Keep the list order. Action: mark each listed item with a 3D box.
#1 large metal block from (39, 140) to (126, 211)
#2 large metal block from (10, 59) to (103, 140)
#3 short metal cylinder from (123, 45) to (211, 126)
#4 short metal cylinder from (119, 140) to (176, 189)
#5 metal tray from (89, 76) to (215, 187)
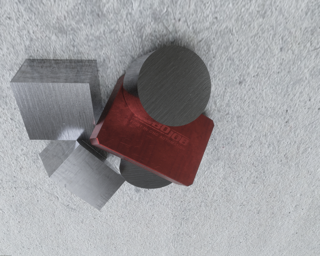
[{"bbox_3d":[-0.103,0.051,0.406,0.050,0.080,0.080,-50,122,-7],"label":"large metal block"},{"bbox_3d":[-0.114,-0.032,0.361,0.081,0.050,0.079,1,130,-1],"label":"large metal block"},{"bbox_3d":[0.006,-0.043,0.330,0.081,0.050,0.079,-2,95,-23],"label":"short metal cylinder"},{"bbox_3d":[-0.013,0.039,0.426,0.081,0.050,0.079,0,130,0],"label":"short metal cylinder"},{"bbox_3d":[-0.005,0.004,0.371,0.131,0.090,0.030,29,164,-22],"label":"metal tray"}]
